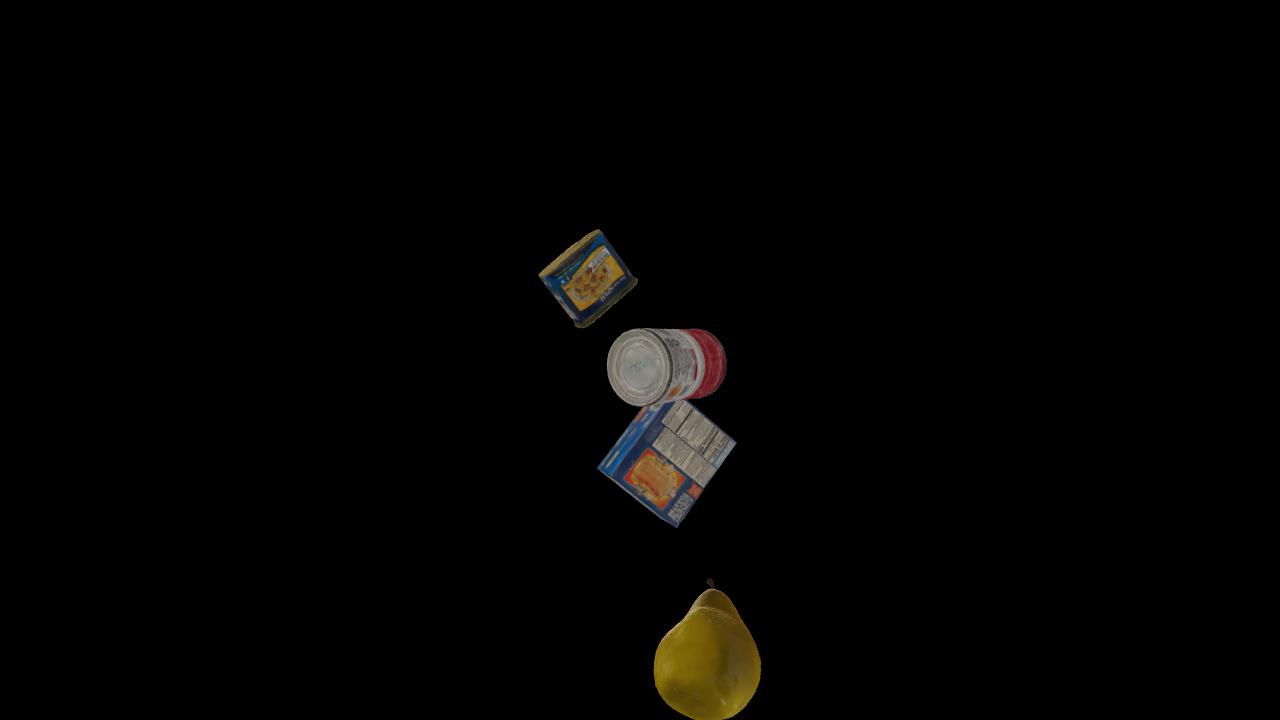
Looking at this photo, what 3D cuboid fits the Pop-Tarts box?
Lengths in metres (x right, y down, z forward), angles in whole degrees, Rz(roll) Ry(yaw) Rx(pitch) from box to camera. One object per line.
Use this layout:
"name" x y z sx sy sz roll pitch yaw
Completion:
"Pop-Tarts box" 0.042 0.153 0.981 0.141 0.167 0.083 40 -12 -14

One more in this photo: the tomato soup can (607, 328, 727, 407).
"tomato soup can" 0.026 0.005 0.549 0.068 0.068 0.101 0 2 34

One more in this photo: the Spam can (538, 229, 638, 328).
"Spam can" -0.067 -0.106 0.797 0.101 0.085 0.058 -43 21 -15

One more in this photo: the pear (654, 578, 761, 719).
"pear" 0.057 0.211 0.469 0.080 0.080 0.111 0 34 24
